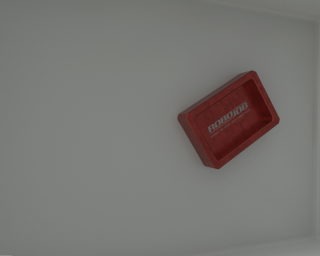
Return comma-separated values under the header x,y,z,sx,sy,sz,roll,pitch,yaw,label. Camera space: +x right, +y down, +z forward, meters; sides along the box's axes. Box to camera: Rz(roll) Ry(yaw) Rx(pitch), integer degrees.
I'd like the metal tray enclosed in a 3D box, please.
x,y,z,sx,sy,sz,roll,pitch,yaw,label
0.101,-0.013,0.446,0.131,0.030,0.090,-34,101,-17,metal tray
